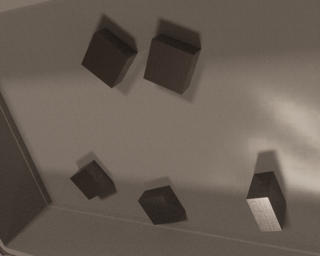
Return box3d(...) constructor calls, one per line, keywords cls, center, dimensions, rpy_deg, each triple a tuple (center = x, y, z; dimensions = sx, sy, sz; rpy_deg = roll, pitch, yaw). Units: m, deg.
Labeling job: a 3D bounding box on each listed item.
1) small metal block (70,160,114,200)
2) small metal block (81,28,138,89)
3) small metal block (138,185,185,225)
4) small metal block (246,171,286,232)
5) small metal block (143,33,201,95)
box3d(cls="small metal block", center=(-0.115, 0.088, 0.522), dimensions=(0.050, 0.025, 0.050), rpy_deg=(-32, 101, 38))
box3d(cls="small metal block", center=(-0.064, -0.087, 0.387), dimensions=(0.050, 0.025, 0.050), rpy_deg=(38, 129, 1))
box3d(cls="small metal block", center=(0.003, 0.120, 0.480), dimensions=(0.050, 0.025, 0.050), rpy_deg=(-20, 108, 35))
box3d(cls="small metal block", center=(0.131, 0.089, 0.378), dimensions=(0.025, 0.050, 0.050), rpy_deg=(-15, 111, 34))
box3d(cls="small metal block", center=(0.013, -0.073, 0.355), dimensions=(0.050, 0.025, 0.050), rpy_deg=(25, 127, 12))
